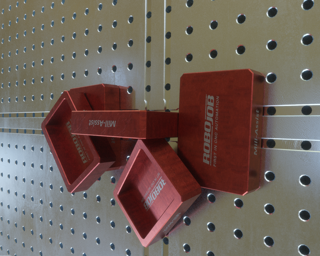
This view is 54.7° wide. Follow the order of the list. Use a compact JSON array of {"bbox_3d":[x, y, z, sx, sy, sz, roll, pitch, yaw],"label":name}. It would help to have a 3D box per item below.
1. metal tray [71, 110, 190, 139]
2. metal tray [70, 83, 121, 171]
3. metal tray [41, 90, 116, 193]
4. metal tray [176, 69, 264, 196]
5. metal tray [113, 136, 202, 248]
[{"bbox_3d":[-0.039,-0.006,0.396,0.130,0.091,0.030,2,92,39],"label":"metal tray"},{"bbox_3d":[-0.104,0.000,0.490,0.090,0.030,0.129,-1,90,40],"label":"metal tray"},{"bbox_3d":[-0.127,0.019,0.466,0.090,0.030,0.130,-45,64,30],"label":"metal tray"},{"bbox_3d":[0.065,0.002,0.350,0.090,0.030,0.129,4,92,39],"label":"metal tray"},{"bbox_3d":[-0.010,0.080,0.388,0.090,0.030,0.129,53,138,26],"label":"metal tray"}]
